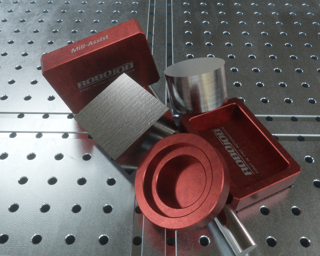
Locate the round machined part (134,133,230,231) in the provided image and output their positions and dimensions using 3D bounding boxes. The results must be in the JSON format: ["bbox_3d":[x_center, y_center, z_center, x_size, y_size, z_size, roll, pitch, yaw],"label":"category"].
[{"bbox_3d":[0.026,0.058,0.325,0.098,0.042,0.098,-13,62,26],"label":"round machined part"}]

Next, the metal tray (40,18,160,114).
[{"bbox_3d":[-0.074,-0.077,0.406,0.131,0.090,0.030,-22,54,0],"label":"metal tray"}]

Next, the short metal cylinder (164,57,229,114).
[{"bbox_3d":[0.050,-0.059,0.417,0.080,0.050,0.080,-10,26,5],"label":"short metal cylinder"}]

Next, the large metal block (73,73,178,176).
[{"bbox_3d":[-0.039,-0.005,0.367,0.080,0.050,0.080,-44,61,-10],"label":"large metal block"}]

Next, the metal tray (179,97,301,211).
[{"bbox_3d":[0.091,0.025,0.379,0.091,0.030,0.130,-20,53,-16],"label":"metal tray"}]

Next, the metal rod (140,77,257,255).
[{"bbox_3d":[0.020,0.016,0.388,0.025,0.025,0.300,-20,53,-16],"label":"metal rod"}]
